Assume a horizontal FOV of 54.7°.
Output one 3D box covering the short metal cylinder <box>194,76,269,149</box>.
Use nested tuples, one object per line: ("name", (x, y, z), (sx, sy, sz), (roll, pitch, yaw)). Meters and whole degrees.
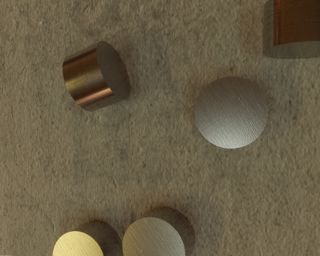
("short metal cylinder", (0.086, -0.017, 0.365), (0.080, 0.050, 0.079), (0, 90, 19))

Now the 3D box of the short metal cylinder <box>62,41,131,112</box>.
("short metal cylinder", (-0.081, -0.067, 0.407), (0.050, 0.080, 0.080), (-18, 84, 19))

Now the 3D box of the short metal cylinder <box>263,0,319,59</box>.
("short metal cylinder", (0.151, -0.106, 0.327), (0.080, 0.080, 0.050), (1, 91, 19))

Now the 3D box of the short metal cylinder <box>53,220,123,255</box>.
("short metal cylinder", (-0.099, 0.175, 0.429), (0.080, 0.050, 0.079), (0, 90, 19))

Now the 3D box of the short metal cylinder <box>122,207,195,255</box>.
("short metal cylinder", (0.000, 0.147, 0.395), (0.080, 0.050, 0.079), (0, 90, 19))
